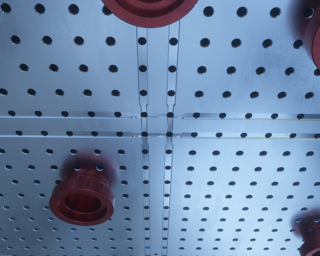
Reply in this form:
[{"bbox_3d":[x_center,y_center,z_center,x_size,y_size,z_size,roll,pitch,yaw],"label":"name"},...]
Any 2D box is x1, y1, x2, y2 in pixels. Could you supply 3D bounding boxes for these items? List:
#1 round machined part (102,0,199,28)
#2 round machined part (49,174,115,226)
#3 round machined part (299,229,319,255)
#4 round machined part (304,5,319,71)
[{"bbox_3d":[-0.009,-0.145,0.277,0.099,0.042,0.097,0,130,0],"label":"round machined part"},{"bbox_3d":[-0.121,0.111,0.493,0.099,0.042,0.097,0,130,0],"label":"round machined part"},{"bbox_3d":[0.319,0.229,0.598,0.099,0.042,0.097,0,130,0],"label":"round machined part"},{"bbox_3d":[0.198,-0.102,0.315,0.099,0.042,0.097,0,130,0],"label":"round machined part"}]
